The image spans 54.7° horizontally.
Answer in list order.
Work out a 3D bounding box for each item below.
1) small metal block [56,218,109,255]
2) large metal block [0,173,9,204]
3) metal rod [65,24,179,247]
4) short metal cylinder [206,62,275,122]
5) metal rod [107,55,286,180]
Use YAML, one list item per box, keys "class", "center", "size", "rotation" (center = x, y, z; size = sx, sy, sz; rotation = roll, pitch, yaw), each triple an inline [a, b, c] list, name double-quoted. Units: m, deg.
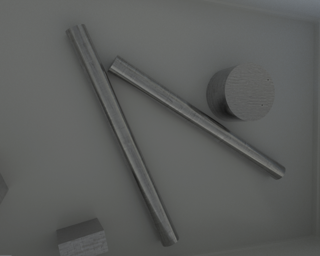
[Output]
- class: "small metal block"
  center: [-0.092, 0.132, 0.364]
  size: [0.050, 0.050, 0.025]
  rotation: [-12, 95, -20]
- class: "large metal block"
  center: [-0.206, 0.065, 0.305]
  size: [0.081, 0.080, 0.050]
  rotation: [-25, 99, -19]
- class: "metal rod"
  center: [-0.044, 0.016, 0.395]
  size: [0.025, 0.025, 0.299]
  rotation: [-26, 99, -18]
- class: "short metal cylinder"
  center: [0.114, -0.049, 0.441]
  size: [0.081, 0.050, 0.079]
  rotation: [0, 90, -21]
- class: "metal rod"
  center: [0.062, -0.006, 0.434]
  size: [0.301, 0.025, 0.025]
  rotation: [32, 80, -18]
